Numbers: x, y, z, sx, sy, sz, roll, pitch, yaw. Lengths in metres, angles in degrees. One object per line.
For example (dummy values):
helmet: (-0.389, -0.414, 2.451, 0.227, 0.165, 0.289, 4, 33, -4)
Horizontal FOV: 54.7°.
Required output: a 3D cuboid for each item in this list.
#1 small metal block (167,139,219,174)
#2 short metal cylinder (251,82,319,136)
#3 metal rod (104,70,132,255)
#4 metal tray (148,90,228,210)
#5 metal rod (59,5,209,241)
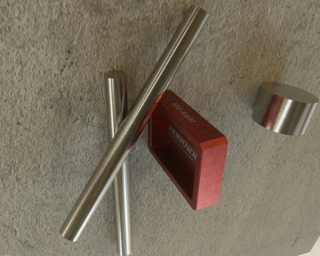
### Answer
small metal block: (0.046, 0.041, 0.443, 0.050, 0.050, 0.025, 6, 116, -32)
short metal cylinder: (0.181, -0.030, 0.454, 0.081, 0.080, 0.050, -3, 120, -27)
metal rod: (-0.053, 0.068, 0.421, 0.025, 0.025, 0.298, -12, 124, -22)
metal tray: (0.025, 0.020, 0.367, 0.030, 0.130, 0.089, -13, 124, -22)
metal rod: (-0.031, -0.004, 0.357, 0.025, 0.025, 0.299, 29, 93, -38)
